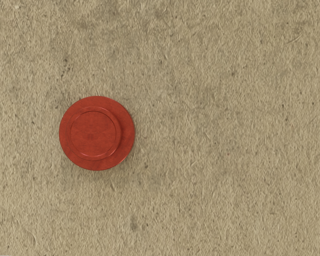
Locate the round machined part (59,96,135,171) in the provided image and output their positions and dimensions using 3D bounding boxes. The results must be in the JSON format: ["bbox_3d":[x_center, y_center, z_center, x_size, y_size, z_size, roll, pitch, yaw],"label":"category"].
[{"bbox_3d":[-0.082,0.007,0.401,0.099,0.042,0.097,0,90,0],"label":"round machined part"}]
